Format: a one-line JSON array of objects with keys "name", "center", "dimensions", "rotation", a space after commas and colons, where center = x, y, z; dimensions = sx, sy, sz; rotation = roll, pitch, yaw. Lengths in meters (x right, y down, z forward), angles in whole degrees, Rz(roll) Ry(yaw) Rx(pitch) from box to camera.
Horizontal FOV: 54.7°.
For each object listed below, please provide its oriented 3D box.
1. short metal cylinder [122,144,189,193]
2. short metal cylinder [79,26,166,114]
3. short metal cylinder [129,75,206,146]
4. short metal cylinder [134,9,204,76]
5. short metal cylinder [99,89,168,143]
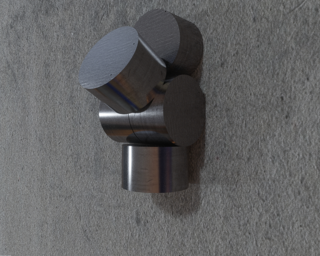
[{"name": "short metal cylinder", "center": [-0.006, 0.045, 0.374], "dimensions": [0.080, 0.081, 0.050], "rotation": [0, 90, 39]}, {"name": "short metal cylinder", "center": [-0.040, -0.062, 0.335], "dimensions": [0.080, 0.050, 0.080], "rotation": [-21, 50, 27]}, {"name": "short metal cylinder", "center": [0.010, -0.019, 0.360], "dimensions": [0.050, 0.081, 0.079], "rotation": [0, 90, 40]}, {"name": "short metal cylinder", "center": [0.007, -0.099, 0.384], "dimensions": [0.080, 0.050, 0.079], "rotation": [0, 90, 39]}, {"name": "short metal cylinder", "center": [-0.029, -0.020, 0.393], "dimensions": [0.050, 0.081, 0.079], "rotation": [1, 91, 39]}]
